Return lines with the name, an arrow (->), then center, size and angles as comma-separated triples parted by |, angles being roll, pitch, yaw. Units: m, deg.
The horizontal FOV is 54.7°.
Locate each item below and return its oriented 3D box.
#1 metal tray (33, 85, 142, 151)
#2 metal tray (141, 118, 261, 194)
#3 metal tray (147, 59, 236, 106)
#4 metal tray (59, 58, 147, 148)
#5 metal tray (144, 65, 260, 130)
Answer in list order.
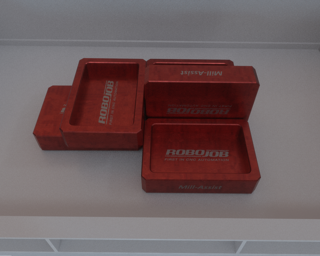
metal tray -> -0.088, -0.015, 0.409 | 0.131, 0.030, 0.090 | 0, 50, 0
metal tray -> 0.045, 0.032, 0.374 | 0.131, 0.030, 0.090 | 1, 50, 0
metal tray -> 0.045, -0.061, 0.452 | 0.131, 0.030, 0.090 | 1, 50, 0
metal tray -> -0.064, -0.036, 0.389 | 0.091, 0.030, 0.130 | 1, 50, 0
metal tray -> 0.048, -0.034, 0.389 | 0.131, 0.089, 0.030 | 1, 50, 0
